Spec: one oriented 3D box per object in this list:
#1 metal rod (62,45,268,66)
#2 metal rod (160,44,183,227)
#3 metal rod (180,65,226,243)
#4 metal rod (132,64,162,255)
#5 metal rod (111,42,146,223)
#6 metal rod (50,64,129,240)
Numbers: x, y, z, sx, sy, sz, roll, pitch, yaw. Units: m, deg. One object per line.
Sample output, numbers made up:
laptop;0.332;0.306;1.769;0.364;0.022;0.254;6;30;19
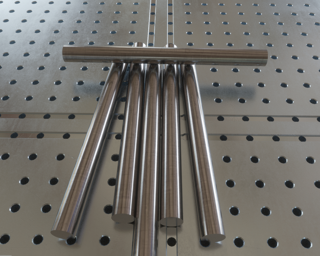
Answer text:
metal rod;0.007;-0.109;0.467;0.302;0.025;0.025;1;50;1
metal rod;0.015;-0.016;0.423;0.025;0.025;0.300;1;50;1
metal rod;0.048;-0.003;0.411;0.025;0.025;0.300;-2;50;-1
metal rod;-0.012;0.024;0.388;0.025;0.025;0.300;1;50;1
metal rod;-0.037;-0.019;0.424;0.025;0.025;0.300;1;50;1
metal rod;-0.079;-0.005;0.410;0.025;0.025;0.300;6;50;5
